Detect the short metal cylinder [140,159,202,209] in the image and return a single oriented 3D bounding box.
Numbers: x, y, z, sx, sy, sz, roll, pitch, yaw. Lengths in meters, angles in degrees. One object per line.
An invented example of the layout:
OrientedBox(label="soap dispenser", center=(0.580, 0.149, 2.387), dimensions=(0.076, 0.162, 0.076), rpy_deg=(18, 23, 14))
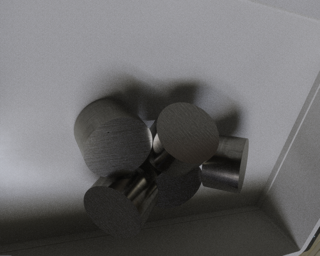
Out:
OrientedBox(label="short metal cylinder", center=(0.013, 0.067, 0.441), dimensions=(0.081, 0.050, 0.079), rpy_deg=(-14, 125, -21))

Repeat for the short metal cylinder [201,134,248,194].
OrientedBox(label="short metal cylinder", center=(0.096, 0.051, 0.450), dimensions=(0.080, 0.050, 0.080), rpy_deg=(8, 91, -68))

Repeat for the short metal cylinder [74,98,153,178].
OrientedBox(label="short metal cylinder", center=(-0.056, 0.012, 0.367), dimensions=(0.081, 0.050, 0.079), rpy_deg=(-14, 125, -21))

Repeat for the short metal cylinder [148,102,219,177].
OrientedBox(label="short metal cylinder", center=(0.026, 0.015, 0.386), dimensions=(0.081, 0.080, 0.050), rpy_deg=(-8, 158, -25))

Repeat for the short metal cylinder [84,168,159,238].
OrientedBox(label="short metal cylinder", center=(-0.048, 0.091, 0.394), dimensions=(0.050, 0.080, 0.079), rpy_deg=(-49, 149, -54))
